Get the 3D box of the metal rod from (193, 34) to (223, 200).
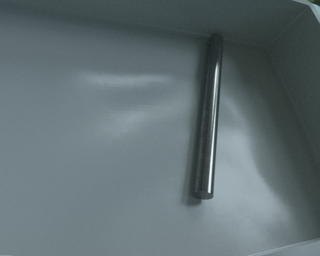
[{"bbox_3d":[0.077,-0.037,0.468,0.025,0.025,0.300,22,53,-15],"label":"metal rod"}]
